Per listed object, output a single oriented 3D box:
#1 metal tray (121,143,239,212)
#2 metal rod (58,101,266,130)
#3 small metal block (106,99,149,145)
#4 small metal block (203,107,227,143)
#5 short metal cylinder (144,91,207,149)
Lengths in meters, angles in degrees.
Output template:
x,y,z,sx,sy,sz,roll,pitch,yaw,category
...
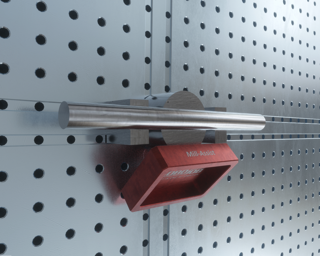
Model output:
x,y,z,sx,sy,sz,roll,pitch,yaw,category
0.027,0.061,0.393,0.131,0.089,0.030,1,47,-40,metal tray
0.031,-0.010,0.370,0.302,0.025,0.025,1,90,-40,metal rod
-0.038,-0.007,0.361,0.025,0.050,0.050,-1,91,-40,small metal block
0.069,-0.004,0.451,0.025,0.050,0.050,-1,91,-40,small metal block
0.015,-0.007,0.405,0.081,0.050,0.080,0,90,-40,short metal cylinder
